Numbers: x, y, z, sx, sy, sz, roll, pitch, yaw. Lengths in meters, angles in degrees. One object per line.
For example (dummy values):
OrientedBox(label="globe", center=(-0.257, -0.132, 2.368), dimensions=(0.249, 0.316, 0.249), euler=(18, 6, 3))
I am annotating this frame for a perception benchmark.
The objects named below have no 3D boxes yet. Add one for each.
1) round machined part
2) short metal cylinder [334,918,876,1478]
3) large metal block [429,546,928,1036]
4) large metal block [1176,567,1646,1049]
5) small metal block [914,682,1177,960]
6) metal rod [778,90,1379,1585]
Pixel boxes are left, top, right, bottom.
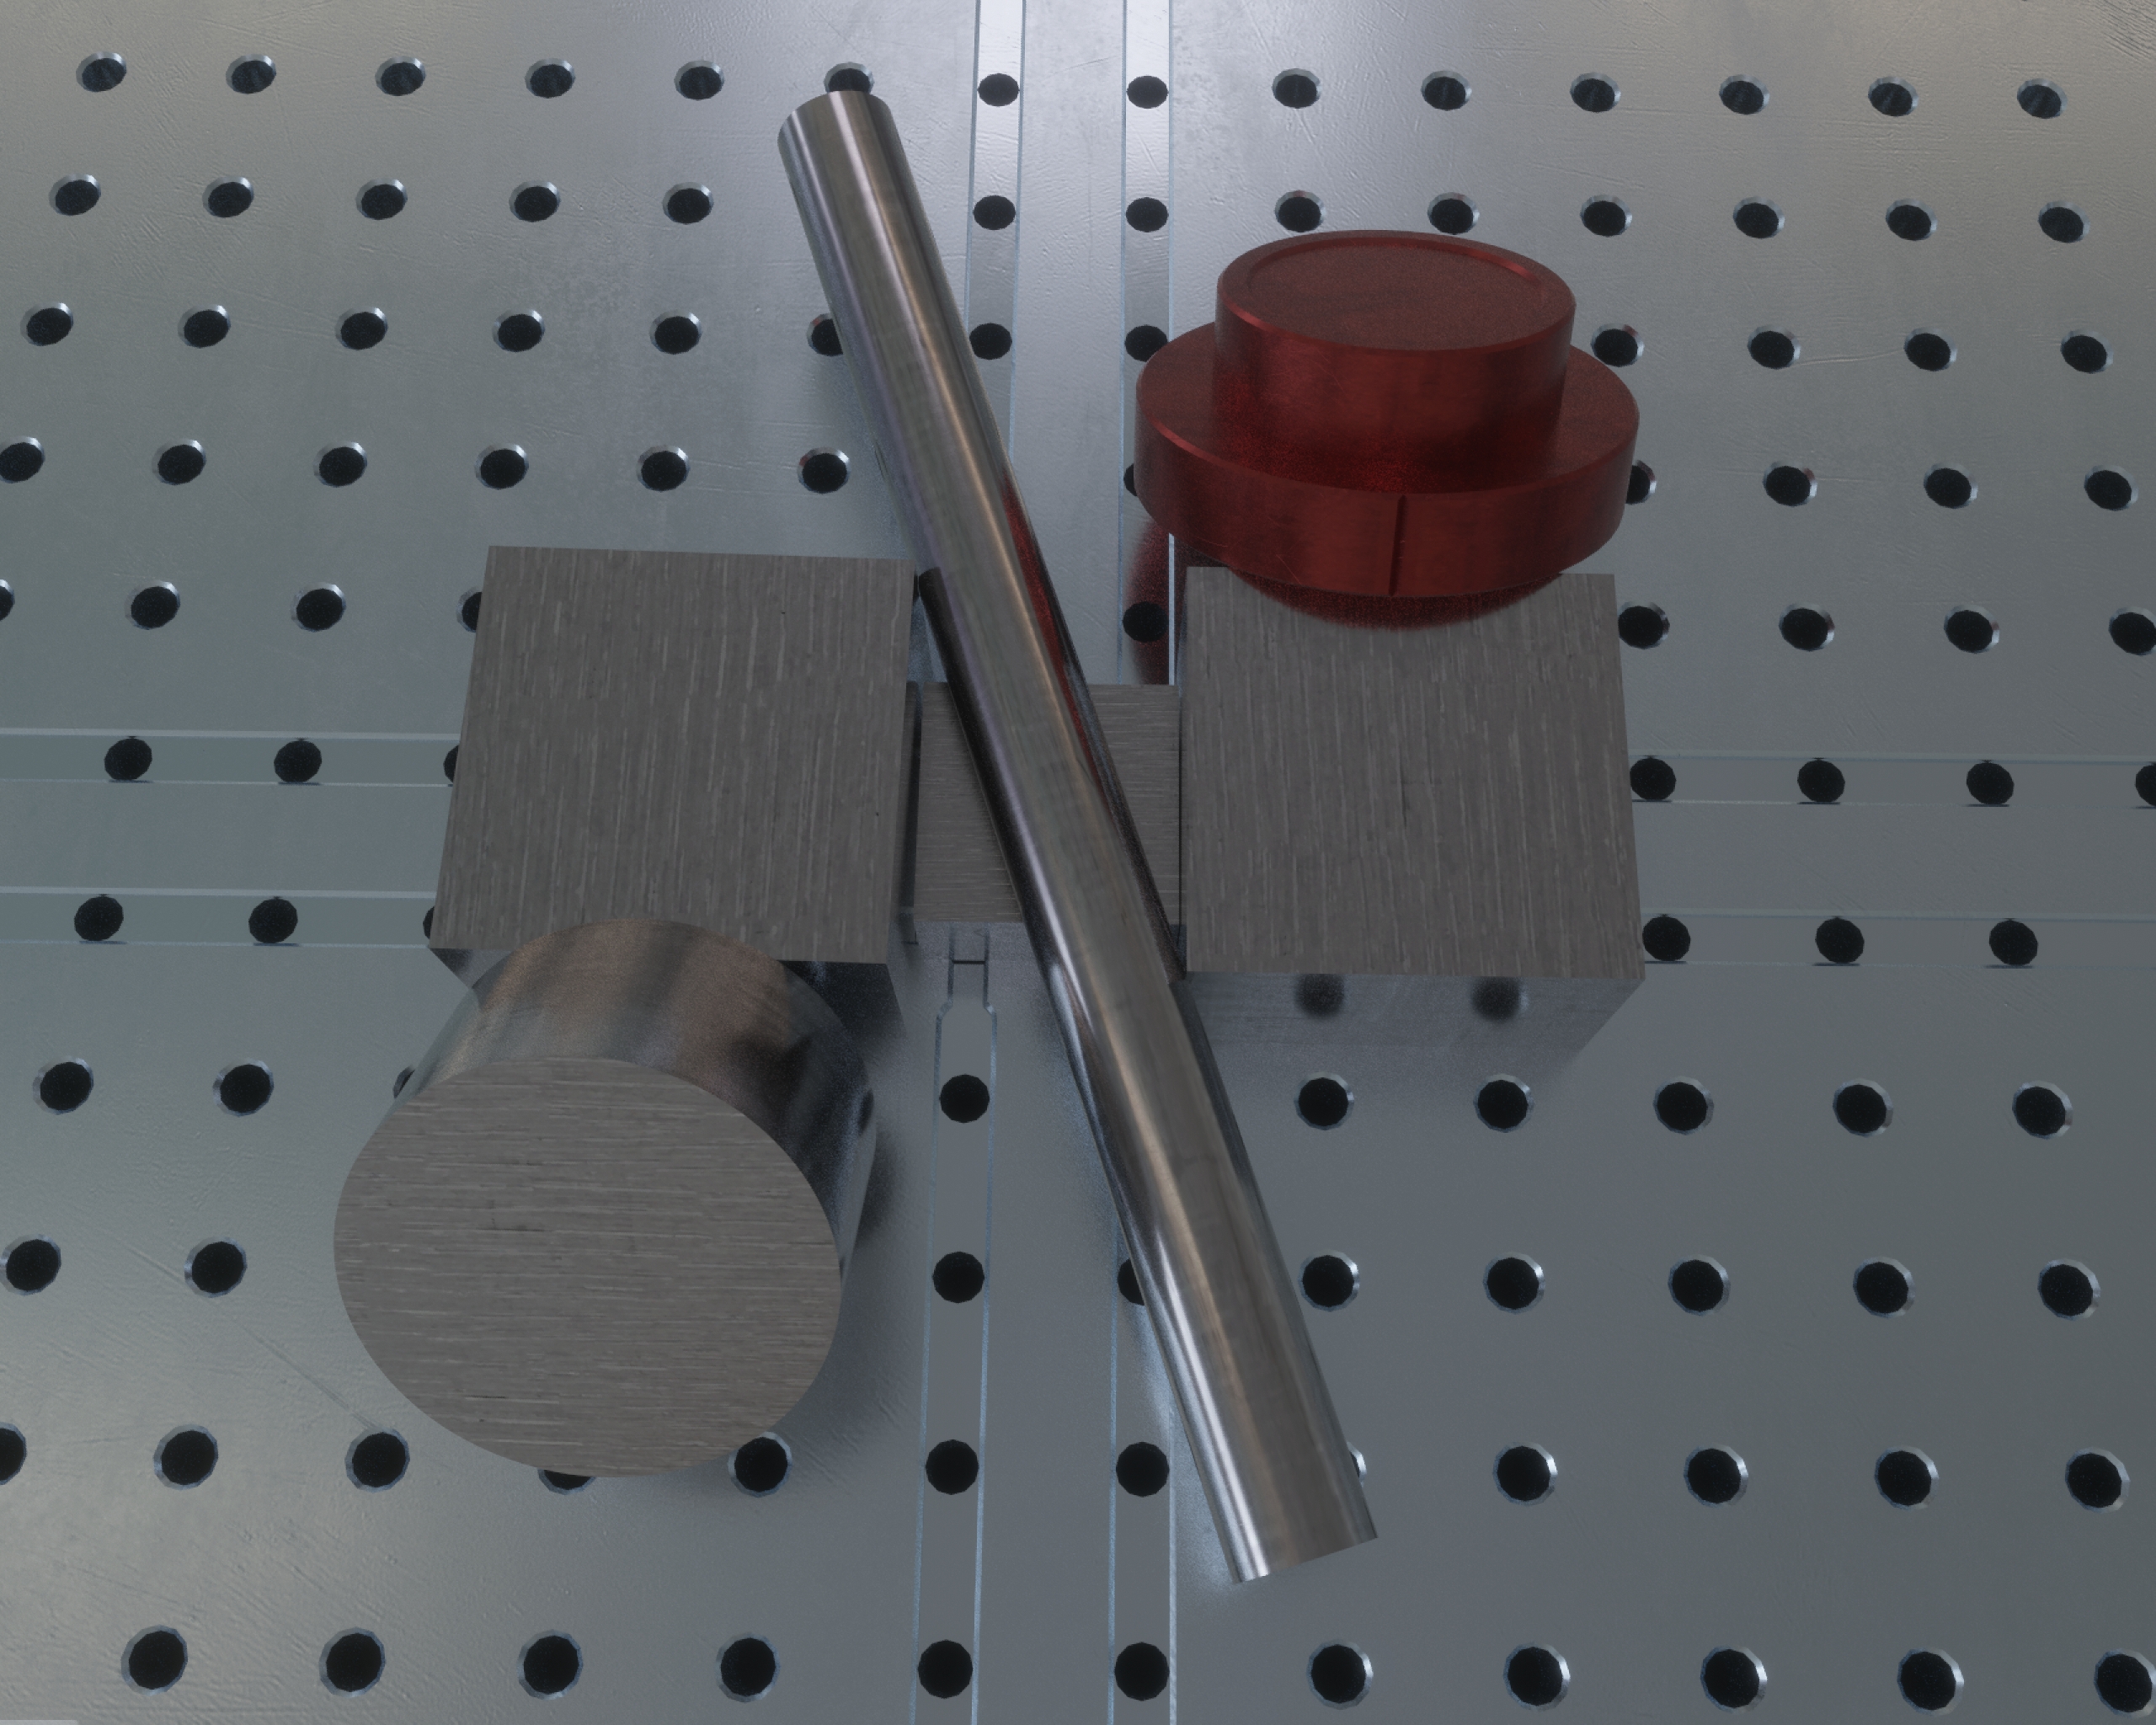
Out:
OrientedBox(label="round machined part", center=(0.061, -0.094, 0.411), dimensions=(0.099, 0.042, 0.098), euler=(1, 35, 0))
OrientedBox(label="short metal cylinder", center=(-0.077, 0.056, 0.355), dimensions=(0.080, 0.050, 0.079), euler=(0, 113, 1))
OrientedBox(label="large metal block", center=(-0.072, -0.013, 0.403), dimensions=(0.081, 0.050, 0.080), euler=(2, 70, 0))
OrientedBox(label="large metal block", center=(0.060, -0.009, 0.403), dimensions=(0.081, 0.050, 0.080), euler=(1, 70, 0))
OrientedBox(label="small metal block", center=(-0.006, -0.008, 0.415), dimensions=(0.050, 0.025, 0.050), euler=(1, 70, 0))
OrientedBox(label="metal rod", center=(-0.007, -0.020, 0.391), dimensions=(0.025, 0.025, 0.299), euler=(-16, 71, -6))
